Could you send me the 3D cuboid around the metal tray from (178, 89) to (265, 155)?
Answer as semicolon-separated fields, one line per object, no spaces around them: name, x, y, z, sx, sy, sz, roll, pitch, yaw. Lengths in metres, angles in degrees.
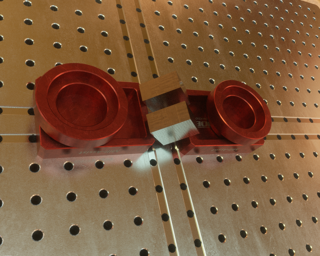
metal tray;0.083;-0.009;0.455;0.131;0.030;0.090;1;62;-28

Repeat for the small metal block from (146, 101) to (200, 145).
small metal block;0.017;-0.005;0.385;0.050;0.050;0.025;-19;65;12

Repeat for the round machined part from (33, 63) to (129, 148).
round machined part;-0.089;-0.021;0.346;0.099;0.042;0.098;14;56;-21

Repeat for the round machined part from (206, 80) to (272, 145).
round machined part;0.109;-0.018;0.451;0.099;0.042;0.098;14;56;-21

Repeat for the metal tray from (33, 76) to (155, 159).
metal tray;-0.078;-0.013;0.372;0.131;0.030;0.090;-1;64;-29

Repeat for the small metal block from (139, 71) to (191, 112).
small metal block;0.007;-0.044;0.404;0.050;0.050;0.025;-19;65;12
